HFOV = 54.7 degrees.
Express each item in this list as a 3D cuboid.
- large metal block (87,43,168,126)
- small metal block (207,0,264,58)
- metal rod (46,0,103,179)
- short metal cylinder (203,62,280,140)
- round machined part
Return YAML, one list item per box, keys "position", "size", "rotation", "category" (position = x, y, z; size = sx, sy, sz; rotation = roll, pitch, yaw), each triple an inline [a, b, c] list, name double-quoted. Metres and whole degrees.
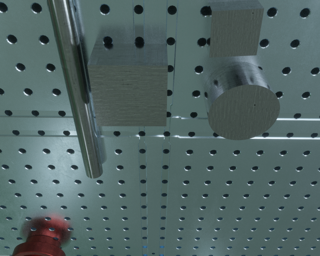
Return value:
- position: [-0.033, -0.048, 0.354]
  size: [0.081, 0.050, 0.079]
  rotation: [0, 130, -1]
  category: "large metal block"
- position: [0.077, -0.103, 0.325]
  size: [0.050, 0.025, 0.050]
  rotation: [-3, 130, 1]
  category: "small metal block"
- position: [-0.098, -0.047, 0.370]
  size: [0.025, 0.025, 0.298]
  rotation: [0, 130, 0]
  category: "metal rod"
- position: [0.095, -0.031, 0.370]
  size: [0.081, 0.050, 0.079]
  rotation: [0, 130, 0]
  category: "short metal cylinder"
- position: [-0.235, 0.247, 0.608]
  size: [0.099, 0.042, 0.097]
  rotation: [-1, 130, 0]
  category: "round machined part"
